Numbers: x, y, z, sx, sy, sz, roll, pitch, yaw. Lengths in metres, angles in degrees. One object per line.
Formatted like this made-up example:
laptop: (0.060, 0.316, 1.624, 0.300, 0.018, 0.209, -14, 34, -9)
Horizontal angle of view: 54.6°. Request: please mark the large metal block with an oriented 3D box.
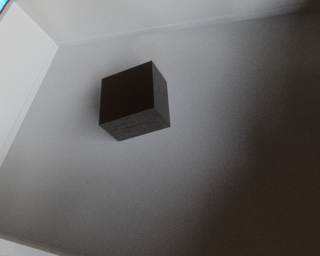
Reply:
large metal block: (-0.035, -0.036, 0.431, 0.080, 0.050, 0.080, -16, 55, 19)
